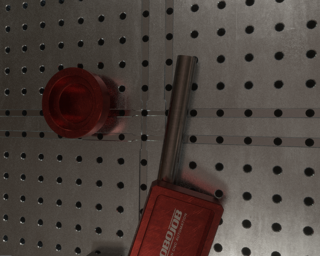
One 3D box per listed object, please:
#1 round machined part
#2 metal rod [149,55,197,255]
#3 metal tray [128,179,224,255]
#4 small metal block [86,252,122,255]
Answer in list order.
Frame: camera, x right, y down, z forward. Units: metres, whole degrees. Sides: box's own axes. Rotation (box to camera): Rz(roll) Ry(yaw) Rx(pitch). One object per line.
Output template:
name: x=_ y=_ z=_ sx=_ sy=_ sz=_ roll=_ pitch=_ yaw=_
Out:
round machined part: x=-0.115 y=-0.034 z=0.443 sx=0.098 sy=0.042 sz=0.097 roll=0 pitch=90 yaw=19
metal rod: x=0.011 y=0.056 z=0.407 sx=0.025 sy=0.025 sz=0.298 roll=10 pitch=93 yaw=19
metal tray: x=0.015 y=0.140 z=0.384 sx=0.090 sy=0.030 sz=0.129 roll=18 pitch=93 yaw=-2
small metal block: x=-0.081 y=0.207 z=0.440 sx=0.050 sy=0.025 sz=0.050 roll=-6 pitch=88 yaw=19
